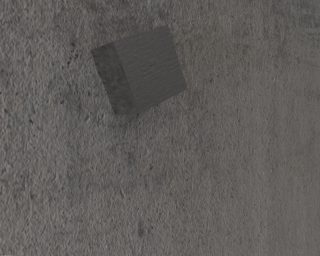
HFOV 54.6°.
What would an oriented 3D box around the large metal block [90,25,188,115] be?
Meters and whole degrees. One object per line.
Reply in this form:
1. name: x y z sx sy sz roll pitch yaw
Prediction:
1. large metal block: -0.023 -0.068 0.368 0.081 0.050 0.080 -30 109 -36
